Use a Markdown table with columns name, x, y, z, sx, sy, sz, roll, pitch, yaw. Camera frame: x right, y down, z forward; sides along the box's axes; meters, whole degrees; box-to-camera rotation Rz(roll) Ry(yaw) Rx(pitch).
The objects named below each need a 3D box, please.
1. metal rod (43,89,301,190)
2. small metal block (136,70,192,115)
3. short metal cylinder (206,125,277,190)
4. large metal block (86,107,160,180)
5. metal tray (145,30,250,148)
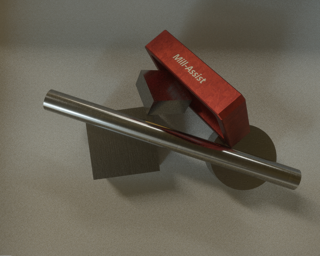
| name | x | y | z | sx | sy | sz | roll | pitch | yaw |
| --- | --- | --- | --- | --- | --- | --- | --- | --- | --- |
| metal rod | 0.015 | 0.014 | 0.359 | 0.302 | 0.025 | 0.025 | 18 | 90 | -1 |
| small metal block | 0.004 | -0.044 | 0.376 | 0.050 | 0.025 | 0.050 | -4 | 54 | -27 |
| short metal cylinder | 0.101 | 0.035 | 0.399 | 0.081 | 0.050 | 0.079 | 0 | 90 | -1 |
| large metal block | -0.045 | 0.018 | 0.397 | 0.081 | 0.050 | 0.080 | -8 | 90 | -1 |
| metal tray | 0.043 | -0.044 | 0.353 | 0.030 | 0.090 | 0.130 | -41 | 61 | -1 |
